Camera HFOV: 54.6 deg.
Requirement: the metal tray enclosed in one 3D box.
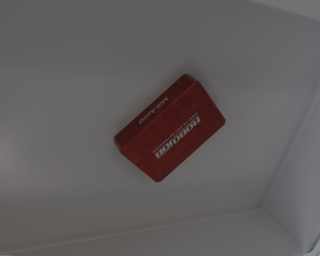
[{"bbox_3d":[0.016,0.003,0.415,0.130,0.030,0.090,-42,129,1],"label":"metal tray"}]
